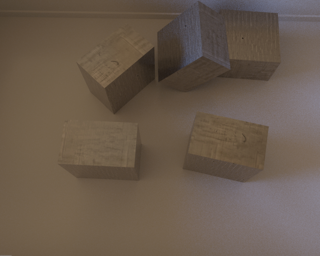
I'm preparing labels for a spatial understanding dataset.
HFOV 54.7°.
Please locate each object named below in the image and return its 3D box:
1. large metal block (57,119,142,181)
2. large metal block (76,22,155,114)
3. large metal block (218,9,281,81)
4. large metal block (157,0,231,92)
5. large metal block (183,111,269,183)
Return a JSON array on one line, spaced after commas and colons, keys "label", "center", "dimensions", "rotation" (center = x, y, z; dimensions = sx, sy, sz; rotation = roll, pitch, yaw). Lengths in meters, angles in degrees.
[{"label": "large metal block", "center": [-0.066, 0.029, 0.369], "dimensions": [0.081, 0.080, 0.050], "rotation": [3, 70, 1]}, {"label": "large metal block", "center": [-0.053, -0.075, 0.407], "dimensions": [0.050, 0.080, 0.080], "rotation": [43, 75, 14]}, {"label": "large metal block", "center": [0.121, -0.117, 0.441], "dimensions": [0.081, 0.050, 0.080], "rotation": [4, 70, 1]}, {"label": "large metal block", "center": [0.042, -0.104, 0.412], "dimensions": [0.050, 0.080, 0.080], "rotation": [15, 65, -37]}, {"label": "large metal block", "center": [0.075, 0.026, 0.372], "dimensions": [0.080, 0.080, 0.050], "rotation": [12, 71, 4]}]
